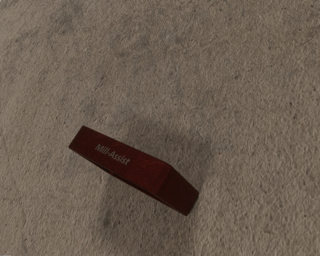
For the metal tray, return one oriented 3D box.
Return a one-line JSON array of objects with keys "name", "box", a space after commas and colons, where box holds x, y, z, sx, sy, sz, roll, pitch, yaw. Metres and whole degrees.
[{"name": "metal tray", "box": [-0.030, 0.047, 0.347, 0.130, 0.090, 0.030, 20, 73, 35]}]
